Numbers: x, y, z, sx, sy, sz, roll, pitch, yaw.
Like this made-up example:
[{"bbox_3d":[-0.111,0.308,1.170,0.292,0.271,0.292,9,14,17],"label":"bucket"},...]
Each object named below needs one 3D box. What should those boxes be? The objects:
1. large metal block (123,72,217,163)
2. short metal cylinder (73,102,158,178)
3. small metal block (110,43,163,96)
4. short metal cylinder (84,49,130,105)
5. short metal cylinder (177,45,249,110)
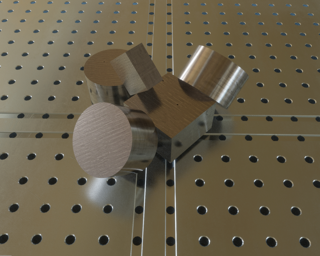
[{"bbox_3d":[0.012,-0.016,0.397,0.080,0.050,0.080,37,59,26],"label":"large metal block"},{"bbox_3d":[-0.050,0.014,0.347,0.080,0.050,0.080,-2,85,29],"label":"short metal cylinder"},{"bbox_3d":[-0.030,-0.071,0.382,0.025,0.050,0.050,-38,16,-25],"label":"small metal block"},{"bbox_3d":[-0.064,-0.069,0.444,0.081,0.050,0.080,0,50,0],"label":"short metal cylinder"},{"bbox_3d":[0.070,-0.067,0.415,0.080,0.080,0.050,36,97,26],"label":"short metal cylinder"}]
